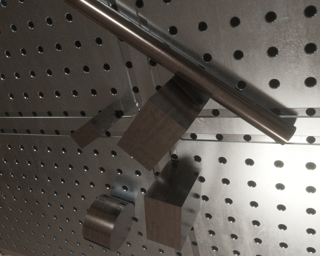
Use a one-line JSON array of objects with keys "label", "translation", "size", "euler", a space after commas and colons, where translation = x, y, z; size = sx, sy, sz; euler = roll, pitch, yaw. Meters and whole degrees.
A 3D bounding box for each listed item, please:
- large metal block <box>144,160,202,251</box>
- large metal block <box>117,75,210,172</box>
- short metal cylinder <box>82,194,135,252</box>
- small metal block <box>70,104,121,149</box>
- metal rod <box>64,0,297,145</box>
[{"label": "large metal block", "translation": [0.020, 0.105, 0.428], "size": [0.050, 0.080, 0.079], "euler": [12, 123, 21]}, {"label": "large metal block", "translation": [0.005, -0.008, 0.367], "size": [0.050, 0.080, 0.080], "euler": [40, 129, 1]}, {"label": "short metal cylinder", "translation": [-0.083, 0.156, 0.514], "size": [0.050, 0.080, 0.079], "euler": [15, 125, 19]}, {"label": "small metal block", "translation": [-0.091, -0.002, 0.440], "size": [0.050, 0.050, 0.025], "euler": [-31, 101, 37]}, {"label": "metal rod", "translation": [0.018, -0.075, 0.353], "size": [0.301, 0.025, 0.025], "euler": [34, 129, 5]}]
